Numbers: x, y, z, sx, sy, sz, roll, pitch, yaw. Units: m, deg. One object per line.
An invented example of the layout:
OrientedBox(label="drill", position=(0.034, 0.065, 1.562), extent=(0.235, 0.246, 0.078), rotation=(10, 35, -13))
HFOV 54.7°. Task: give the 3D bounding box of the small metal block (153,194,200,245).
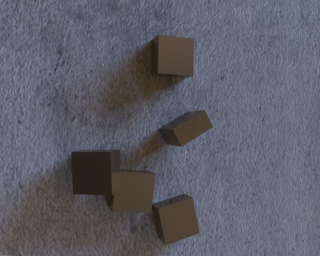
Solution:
OrientedBox(label="small metal block", position=(0.021, 0.122, 0.418), extent=(0.050, 0.025, 0.050), rotation=(-13, 95, -20))

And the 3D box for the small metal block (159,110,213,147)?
OrientedBox(label="small metal block", position=(0.033, 0.000, 0.409), extent=(0.050, 0.050, 0.025), rotation=(-31, 101, -18))

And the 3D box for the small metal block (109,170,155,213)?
OrientedBox(label="small metal block", position=(-0.036, 0.080, 0.397), extent=(0.050, 0.025, 0.050), rotation=(7, 88, -20))

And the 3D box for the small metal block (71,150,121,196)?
OrientedBox(label="small metal block", position=(-0.075, 0.052, 0.369), extent=(0.050, 0.025, 0.050), rotation=(-2, 91, 16))

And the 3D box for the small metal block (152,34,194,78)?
OrientedBox(label="small metal block", position=(0.017, -0.095, 0.416), extent=(0.050, 0.025, 0.050), rotation=(1, 90, -21))
